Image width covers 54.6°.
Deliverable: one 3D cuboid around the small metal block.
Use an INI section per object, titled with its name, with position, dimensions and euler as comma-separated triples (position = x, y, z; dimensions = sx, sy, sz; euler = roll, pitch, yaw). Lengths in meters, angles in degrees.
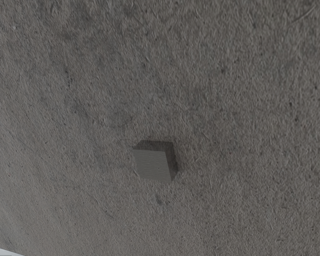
[small metal block]
position = -0.006, 0.046, 0.439
dimensions = 0.050, 0.025, 0.050
euler = 2, 120, 27
